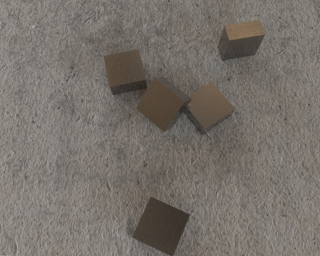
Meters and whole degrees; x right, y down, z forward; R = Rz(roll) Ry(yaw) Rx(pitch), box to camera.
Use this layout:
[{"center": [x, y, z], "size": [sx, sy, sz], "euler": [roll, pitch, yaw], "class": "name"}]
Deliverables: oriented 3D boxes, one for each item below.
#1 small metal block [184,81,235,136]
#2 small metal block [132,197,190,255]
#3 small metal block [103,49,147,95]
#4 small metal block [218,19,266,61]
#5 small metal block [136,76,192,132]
[{"center": [0.063, -0.027, 0.418], "size": [0.050, 0.025, 0.050], "euler": [-33, 74, -12], "class": "small metal block"}, {"center": [0.002, 0.116, 0.366], "size": [0.050, 0.025, 0.050], "euler": [23, 72, 8], "class": "small metal block"}, {"center": [-0.049, -0.079, 0.436], "size": [0.050, 0.025, 0.050], "euler": [-12, 71, -5], "class": "small metal block"}, {"center": [0.114, -0.124, 0.441], "size": [0.050, 0.050, 0.025], "euler": [-10, 71, -4], "class": "small metal block"}, {"center": [0.005, -0.032, 0.405], "size": [0.050, 0.025, 0.050], "euler": [40, 117, 13], "class": "small metal block"}]
